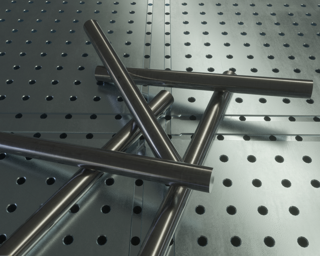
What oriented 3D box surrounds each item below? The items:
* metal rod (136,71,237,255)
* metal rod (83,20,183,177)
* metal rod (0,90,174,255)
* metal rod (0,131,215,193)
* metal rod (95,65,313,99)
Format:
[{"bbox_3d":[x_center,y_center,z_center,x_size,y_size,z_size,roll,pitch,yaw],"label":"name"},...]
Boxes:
[{"bbox_3d":[0.047,0.027,0.385,0.025,0.025,0.301,19,52,15],"label":"metal rod"},{"bbox_3d":[-0.047,-0.058,0.419,0.025,0.025,0.300,-20,55,-16],"label":"metal rod"},{"bbox_3d":[-0.078,0.049,0.365,0.025,0.025,0.301,29,55,22],"label":"metal rod"},{"bbox_3d":[-0.091,0.031,0.348,0.301,0.025,0.025,8,50,18],"label":"metal rod"},{"bbox_3d":[0.049,-0.067,0.437,0.301,0.025,0.025,7,50,16],"label":"metal rod"}]
